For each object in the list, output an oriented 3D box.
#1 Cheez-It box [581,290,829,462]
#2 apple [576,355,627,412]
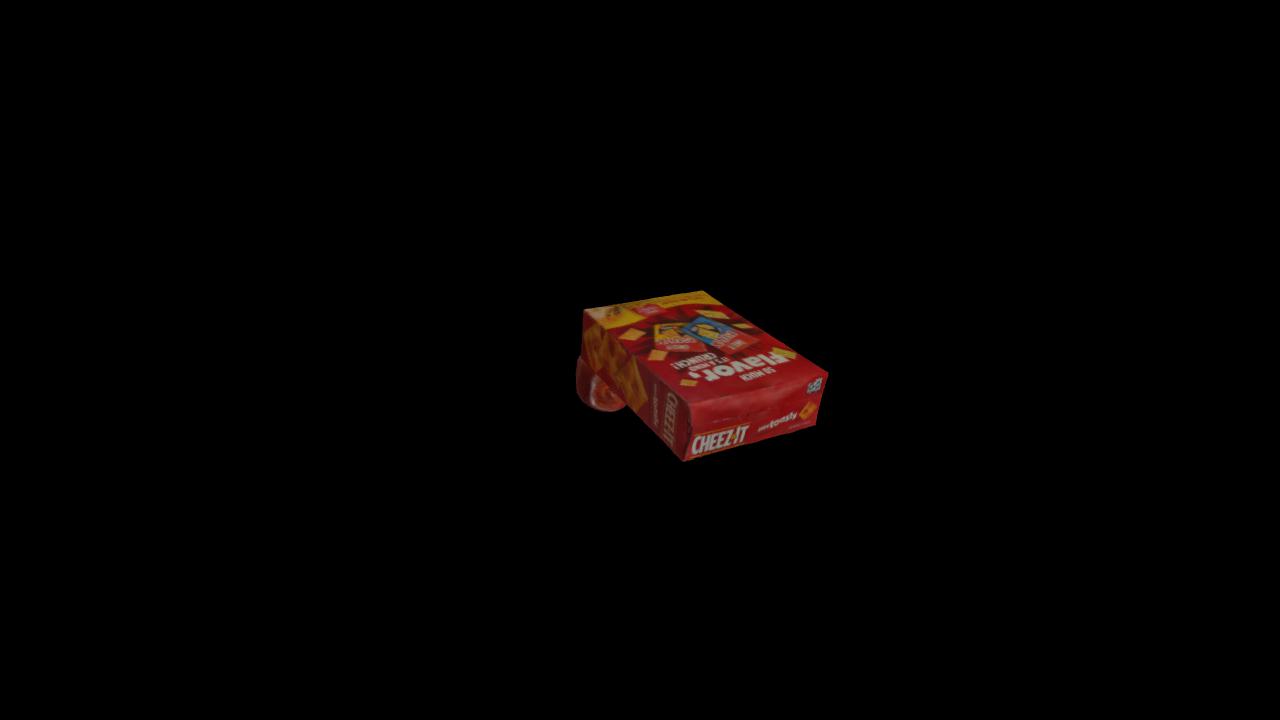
[{"bbox_3d":[0.057,0.004,0.647,0.166,0.071,0.223,-11,31,-28],"label":"Cheez-It box"},{"bbox_3d":[-0.040,0.020,0.745,0.079,0.079,0.093,0,24,-19],"label":"apple"}]
